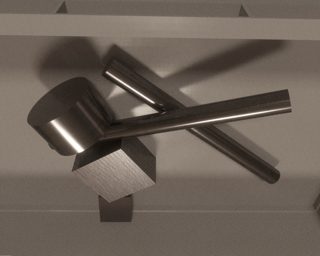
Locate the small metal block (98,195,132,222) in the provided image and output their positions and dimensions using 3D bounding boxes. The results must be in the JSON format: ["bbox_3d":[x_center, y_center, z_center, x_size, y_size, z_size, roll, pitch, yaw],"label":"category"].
[{"bbox_3d":[-0.072,0.126,0.507,0.050,0.025,0.050,0,114,-1],"label":"small metal block"}]

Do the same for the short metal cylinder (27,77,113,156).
[{"bbox_3d":[-0.103,-0.014,0.359,0.080,0.080,0.050,-21,127,16],"label":"short metal cylinder"}]

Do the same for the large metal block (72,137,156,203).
[{"bbox_3d":[-0.061,0.051,0.436,0.080,0.050,0.080,-26,126,20],"label":"large metal block"}]

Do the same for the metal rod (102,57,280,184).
[{"bbox_3d":[0.057,0.002,0.411,0.301,0.025,0.025,32,123,-25],"label":"metal rod"}]

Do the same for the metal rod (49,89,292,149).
[{"bbox_3d":[-0.005,-0.006,0.373,0.301,0.025,0.025,-9,130,19],"label":"metal rod"}]
